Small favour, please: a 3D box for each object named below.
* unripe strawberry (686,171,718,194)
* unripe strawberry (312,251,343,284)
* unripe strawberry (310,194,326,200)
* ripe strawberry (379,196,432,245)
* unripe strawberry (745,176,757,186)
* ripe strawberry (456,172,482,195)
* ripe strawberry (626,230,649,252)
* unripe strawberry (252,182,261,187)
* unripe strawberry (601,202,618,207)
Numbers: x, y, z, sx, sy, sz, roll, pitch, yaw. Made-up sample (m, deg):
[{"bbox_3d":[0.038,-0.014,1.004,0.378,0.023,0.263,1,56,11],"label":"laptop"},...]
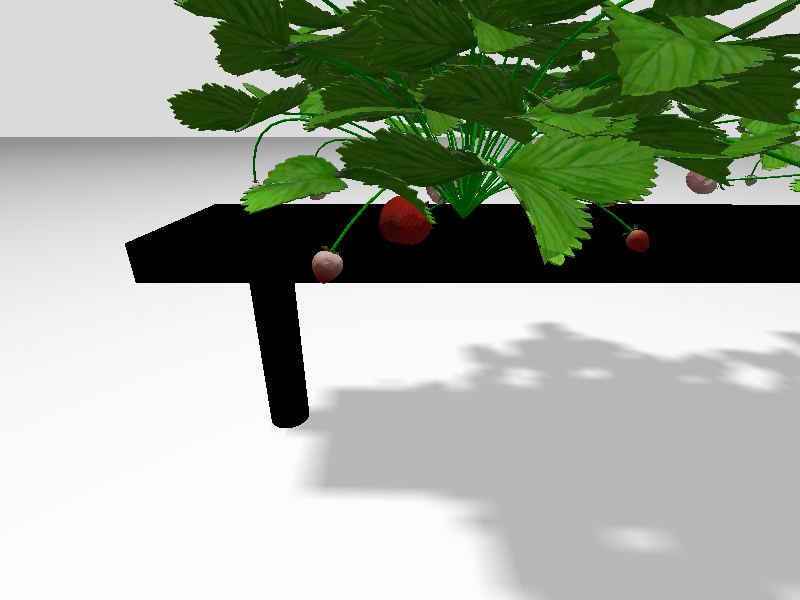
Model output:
[{"bbox_3d":[0.350,-0.140,0.463,0.033,0.034,0.030,18,30,36],"label":"unripe strawberry"},{"bbox_3d":[-0.038,-0.016,0.208,0.016,0.017,0.016,14,-6,28],"label":"unripe strawberry"},{"bbox_3d":[-0.088,-0.114,0.424,0.019,0.017,0.019,-34,1,38],"label":"unripe strawberry"},{"bbox_3d":[0.002,-0.052,0.264,0.036,0.031,0.036,14,28,29],"label":"ripe strawberry"},{"bbox_3d":[0.417,-0.142,0.477,0.011,0.011,0.011,-14,27,-29],"label":"unripe strawberry"},{"bbox_3d":[0.075,-0.134,0.452,0.034,0.036,0.037,4,23,9],"label":"ripe strawberry"},{"bbox_3d":[0.153,-0.038,0.256,0.015,0.015,0.013,-21,-15,-40],"label":"ripe strawberry"},{"bbox_3d":[-0.154,-0.121,0.431,0.010,0.012,0.012,10,26,22],"label":"unripe strawberry"},{"bbox_3d":[0.204,-0.103,0.389,0.025,0.024,0.027,-5,24,-17],"label":"unripe strawberry"}]
